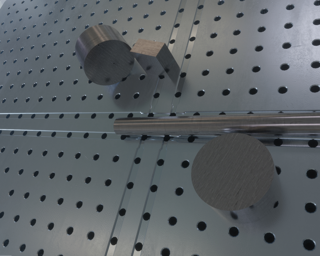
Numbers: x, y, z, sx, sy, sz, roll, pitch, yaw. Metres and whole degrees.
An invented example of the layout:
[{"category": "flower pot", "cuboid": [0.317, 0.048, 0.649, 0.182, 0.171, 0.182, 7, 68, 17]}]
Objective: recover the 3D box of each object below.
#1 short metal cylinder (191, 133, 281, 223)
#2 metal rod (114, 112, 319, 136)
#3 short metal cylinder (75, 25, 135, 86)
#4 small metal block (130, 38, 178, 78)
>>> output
[{"category": "short metal cylinder", "cuboid": [0.079, 0.052, 0.319, 0.080, 0.050, 0.080, -13, 56, 21]}, {"category": "metal rod", "cuboid": [0.075, -0.003, 0.370, 0.300, 0.025, 0.025, -1, 62, 27]}, {"category": "short metal cylinder", "cuboid": [-0.087, -0.114, 0.489, 0.080, 0.080, 0.050, -37, 51, 4]}, {"category": "small metal block", "cuboid": [-0.008, -0.103, 0.460, 0.050, 0.050, 0.025, 21, 73, 35]}]
